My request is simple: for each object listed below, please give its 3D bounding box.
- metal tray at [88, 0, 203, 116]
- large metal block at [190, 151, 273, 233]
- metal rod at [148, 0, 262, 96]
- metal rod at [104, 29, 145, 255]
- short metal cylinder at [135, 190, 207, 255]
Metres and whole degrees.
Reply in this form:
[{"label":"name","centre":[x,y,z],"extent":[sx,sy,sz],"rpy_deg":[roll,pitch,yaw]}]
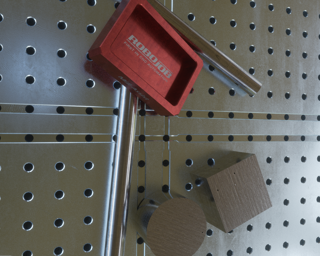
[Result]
[{"label":"metal tray","centre":[-0.011,-0.085,0.382],"extent":[0.130,0.030,0.090],"rpy_deg":[38,69,-32]},{"label":"large metal block","centre":[0.100,0.087,0.438],"extent":[0.081,0.050,0.080],"rpy_deg":[-23,98,-19]},{"label":"metal rod","centre":[0.023,-0.137,0.422],"extent":[0.301,0.025,0.025],"rpy_deg":[33,79,-18]},{"label":"metal rod","centre":[-0.045,0.021,0.396],"extent":[0.025,0.025,0.298],"rpy_deg":[6,88,-20]},{"label":"short metal cylinder","centre":[0.013,0.126,0.406],"extent":[0.081,0.050,0.079],"rpy_deg":[0,90,-20]}]
